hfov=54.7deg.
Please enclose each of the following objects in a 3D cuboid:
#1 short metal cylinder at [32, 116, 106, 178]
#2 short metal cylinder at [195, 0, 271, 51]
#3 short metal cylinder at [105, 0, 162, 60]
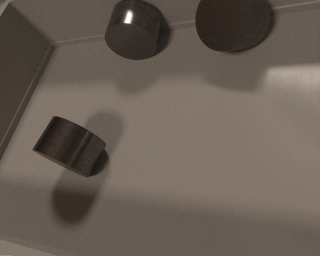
[{"bbox_3d":[-0.120,0.026,0.415,0.080,0.080,0.050,15,69,33],"label":"short metal cylinder"},{"bbox_3d":[0.093,-0.141,0.400,0.080,0.050,0.079,13,111,38],"label":"short metal cylinder"},{"bbox_3d":[-0.040,-0.152,0.483,0.080,0.080,0.050,-4,60,26],"label":"short metal cylinder"}]
